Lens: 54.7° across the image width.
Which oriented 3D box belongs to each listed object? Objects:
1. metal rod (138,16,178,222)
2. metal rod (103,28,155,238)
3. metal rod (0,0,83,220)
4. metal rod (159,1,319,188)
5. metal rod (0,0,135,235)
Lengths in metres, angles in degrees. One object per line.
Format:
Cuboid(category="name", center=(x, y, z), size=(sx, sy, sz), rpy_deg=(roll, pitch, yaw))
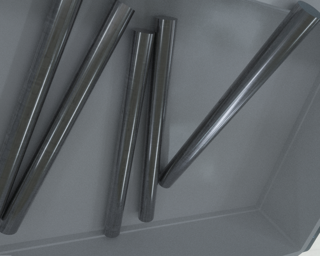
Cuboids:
Cuboid(category="metal rod", center=(-0.007, 0.009, 0.411), size=(0.025, 0.025, 0.298), rpy_deg=(-8, 122, -25))
Cuboid(category="metal rod", center=(-0.045, 0.026, 0.401), size=(0.025, 0.025, 0.298), rpy_deg=(-3, 120, -28))
Cuboid(category="metal rod", center=(-0.136, -0.021, 0.321), size=(0.025, 0.025, 0.298), rpy_deg=(15, 110, -35))
Cuboid(category="metal rod", center=(0.067, -0.010, 0.363), size=(0.025, 0.025, 0.298), rpy_deg=(1, 143, -29))
Cuboid(category="metal rod", center=(-0.112, -0.001, 0.347), size=(0.025, 0.025, 0.299), rpy_deg=(21, 107, -37))
